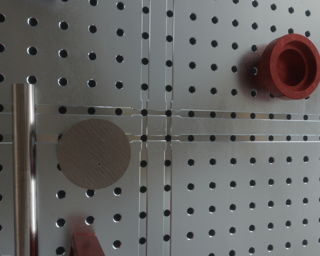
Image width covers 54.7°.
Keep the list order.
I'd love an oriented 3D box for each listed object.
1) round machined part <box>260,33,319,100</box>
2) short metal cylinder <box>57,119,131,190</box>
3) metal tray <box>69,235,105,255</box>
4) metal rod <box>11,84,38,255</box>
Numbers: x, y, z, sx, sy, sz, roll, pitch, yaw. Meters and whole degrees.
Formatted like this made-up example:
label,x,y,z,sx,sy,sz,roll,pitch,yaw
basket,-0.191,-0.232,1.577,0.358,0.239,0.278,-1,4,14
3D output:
label,x,y,z,sx,sy,sz,roll,pitch,yaw
round machined part,0.194,-0.090,0.475,0.099,0.042,0.097,0,90,-20
short metal cylinder,-0.080,0.029,0.370,0.081,0.050,0.080,0,90,-20
metal tray,-0.090,0.198,0.345,0.030,0.090,0.129,10,87,-20
metal rod,-0.154,0.100,0.355,0.025,0.025,0.298,-1,90,-20
